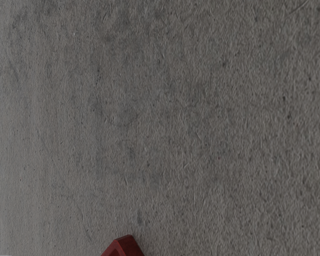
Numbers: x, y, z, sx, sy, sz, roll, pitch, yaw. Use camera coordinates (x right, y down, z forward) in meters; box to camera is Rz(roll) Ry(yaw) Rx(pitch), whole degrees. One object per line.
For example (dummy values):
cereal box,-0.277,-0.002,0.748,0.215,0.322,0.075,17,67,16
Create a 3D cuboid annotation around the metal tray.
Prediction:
metal tray,-0.041,0.231,0.435,0.130,0.030,0.090,51,120,27
